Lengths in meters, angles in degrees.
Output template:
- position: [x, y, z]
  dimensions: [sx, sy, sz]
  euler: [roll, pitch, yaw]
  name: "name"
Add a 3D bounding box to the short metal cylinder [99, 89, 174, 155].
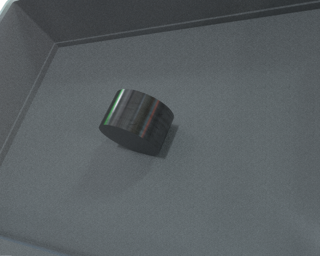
- position: [-0.029, -0.006, 0.390]
  dimensions: [0.080, 0.080, 0.050]
  euler: [11, 67, 33]
  name: "short metal cylinder"
